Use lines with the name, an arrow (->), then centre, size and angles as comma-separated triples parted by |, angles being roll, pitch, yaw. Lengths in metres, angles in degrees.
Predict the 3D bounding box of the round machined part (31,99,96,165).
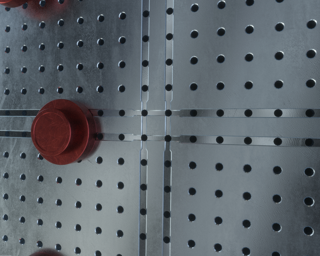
round machined part -> -0.148, 0.006, 0.454 | 0.098, 0.042, 0.097 | 0, 90, 19

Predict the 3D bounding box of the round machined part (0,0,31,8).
round machined part -> -0.225, -0.235, 0.481 | 0.098, 0.042, 0.097 | 0, 90, 19

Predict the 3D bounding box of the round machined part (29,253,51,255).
round machined part -> -0.192, 0.246, 0.469 | 0.098, 0.042, 0.097 | 0, 90, 19
